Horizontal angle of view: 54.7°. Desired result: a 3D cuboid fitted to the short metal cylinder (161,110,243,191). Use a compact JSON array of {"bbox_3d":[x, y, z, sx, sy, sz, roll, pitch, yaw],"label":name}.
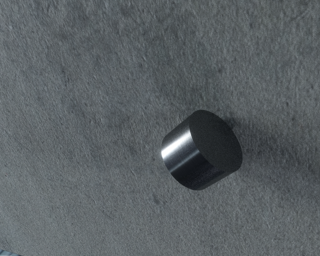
[{"bbox_3d":[0.049,0.026,0.361,0.080,0.080,0.050,45,129,-4],"label":"short metal cylinder"}]
